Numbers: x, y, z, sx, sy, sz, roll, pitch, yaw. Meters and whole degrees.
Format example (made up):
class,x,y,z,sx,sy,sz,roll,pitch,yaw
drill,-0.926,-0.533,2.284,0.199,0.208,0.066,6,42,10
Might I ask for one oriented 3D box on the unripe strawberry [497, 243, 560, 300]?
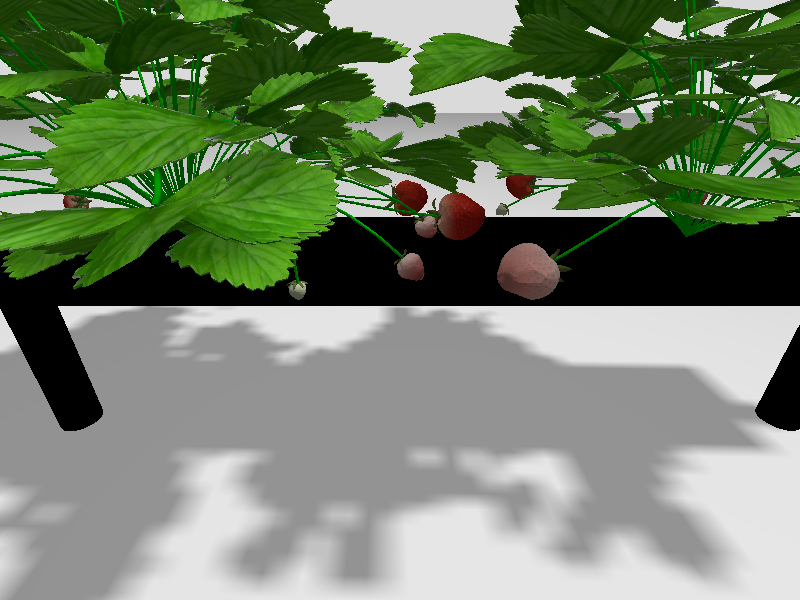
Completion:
class,x,y,z,sx,sy,sz,roll,pitch,yaw
unripe strawberry,0.076,-0.017,0.245,0.037,0.032,0.037,-17,32,-30

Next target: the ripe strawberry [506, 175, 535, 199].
class,x,y,z,sx,sy,sz,roll,pitch,yaw
ripe strawberry,0.149,-0.146,0.502,0.035,0.037,0.038,-17,31,-30

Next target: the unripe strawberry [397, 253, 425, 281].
class,x,y,z,sx,sy,sz,roll,pitch,yaw
unripe strawberry,0.009,-0.021,0.273,0.019,0.019,0.018,-50,-4,36

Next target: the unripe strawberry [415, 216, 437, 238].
class,x,y,z,sx,sy,sz,roll,pitch,yaw
unripe strawberry,0.024,-0.064,0.353,0.020,0.019,0.018,-28,23,15

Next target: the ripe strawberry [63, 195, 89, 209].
class,x,y,z,sx,sy,sz,roll,pitch,yaw
ripe strawberry,-0.342,-0.102,0.422,0.024,0.025,0.022,-1,23,29

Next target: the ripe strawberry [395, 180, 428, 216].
class,x,y,z,sx,sy,sz,roll,pitch,yaw
ripe strawberry,0.012,-0.106,0.417,0.035,0.037,0.033,-8,28,-17

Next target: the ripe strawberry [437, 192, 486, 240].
class,x,y,z,sx,sy,sz,roll,pitch,yaw
ripe strawberry,0.055,-0.074,0.356,0.042,0.041,0.039,0,27,0

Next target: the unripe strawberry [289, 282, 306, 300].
class,x,y,z,sx,sy,sz,roll,pitch,yaw
unripe strawberry,-0.062,-0.006,0.245,0.011,0.011,0.010,-24,35,-39

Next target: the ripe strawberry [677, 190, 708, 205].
class,x,y,z,sx,sy,sz,roll,pitch,yaw
ripe strawberry,0.309,-0.113,0.433,0.037,0.039,0.041,14,30,26

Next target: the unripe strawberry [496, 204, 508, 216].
class,x,y,z,sx,sy,sz,roll,pitch,yaw
unripe strawberry,0.107,-0.095,0.425,0.013,0.013,0.012,-23,12,34
